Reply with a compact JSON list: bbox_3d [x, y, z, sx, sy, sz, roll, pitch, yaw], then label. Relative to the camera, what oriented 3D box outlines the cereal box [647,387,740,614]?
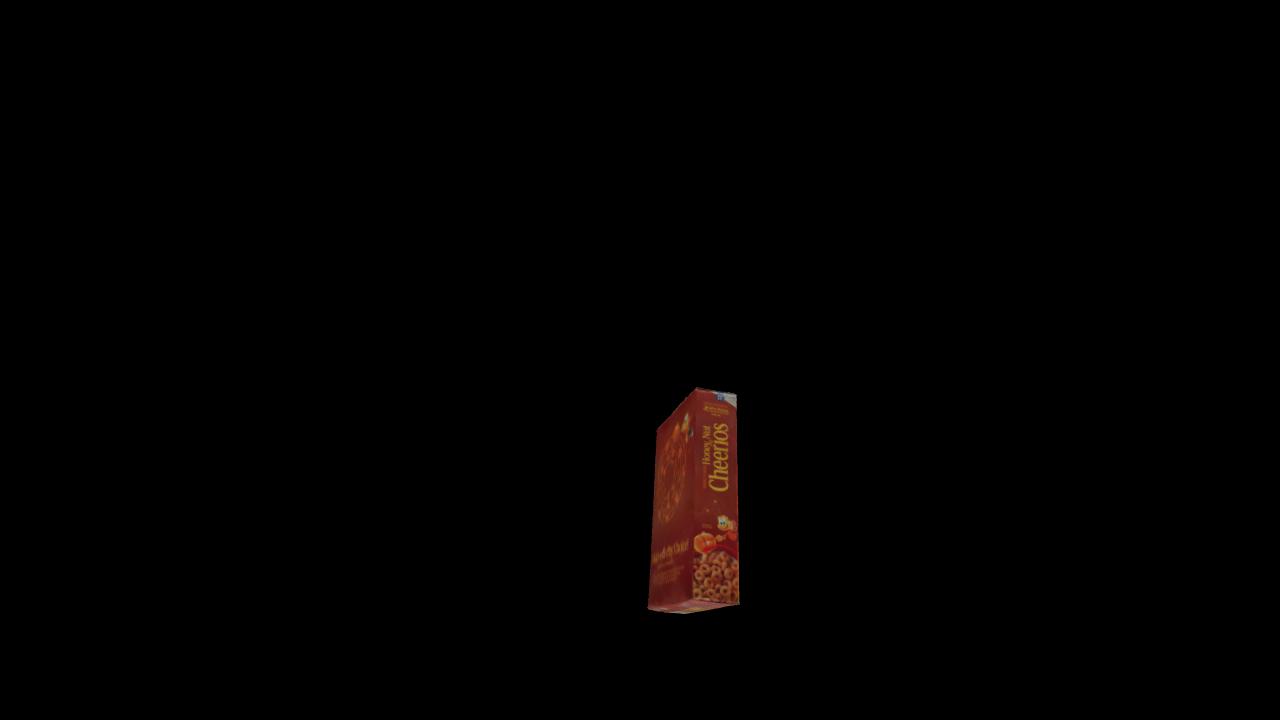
[{"bbox_3d":[0.081,0.219,0.943,0.081,0.306,0.203,11,-28,-13],"label":"cereal box"}]
